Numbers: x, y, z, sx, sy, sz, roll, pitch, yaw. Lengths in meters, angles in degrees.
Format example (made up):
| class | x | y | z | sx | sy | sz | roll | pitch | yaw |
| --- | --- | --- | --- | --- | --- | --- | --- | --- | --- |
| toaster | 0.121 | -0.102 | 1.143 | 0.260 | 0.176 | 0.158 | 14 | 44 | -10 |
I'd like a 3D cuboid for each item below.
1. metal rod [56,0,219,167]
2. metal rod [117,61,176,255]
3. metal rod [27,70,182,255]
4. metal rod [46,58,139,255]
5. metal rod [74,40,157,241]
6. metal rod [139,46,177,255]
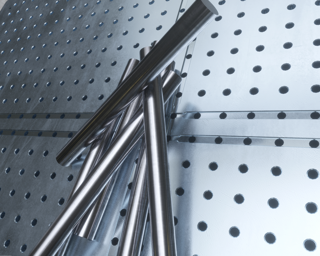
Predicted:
| class | x | y | z | sx | sy | sz | roll | pitch | yaw |
| --- | --- | --- | --- | --- | --- | --- | --- | --- | --- |
| metal rod | -0.048 | -0.035 | 0.376 | 0.299 | 0.025 | 0.025 | -41 | 46 | 34 |
| metal rod | -0.014 | 0.035 | 0.395 | 0.025 | 0.025 | 0.300 | -3 | 60 | 26 |
| metal rod | -0.068 | 0.051 | 0.379 | 0.025 | 0.025 | 0.300 | 28 | 76 | 37 |
| metal rod | -0.085 | 0.029 | 0.436 | 0.025 | 0.025 | 0.300 | 6 | 64 | 31 |
| metal rod | -0.046 | 0.002 | 0.432 | 0.025 | 0.025 | 0.300 | 6 | 64 | 31 |
| metal rod | -0.002 | 0.043 | 0.344 | 0.025 | 0.025 | 0.299 | -13 | 68 | 21 |
